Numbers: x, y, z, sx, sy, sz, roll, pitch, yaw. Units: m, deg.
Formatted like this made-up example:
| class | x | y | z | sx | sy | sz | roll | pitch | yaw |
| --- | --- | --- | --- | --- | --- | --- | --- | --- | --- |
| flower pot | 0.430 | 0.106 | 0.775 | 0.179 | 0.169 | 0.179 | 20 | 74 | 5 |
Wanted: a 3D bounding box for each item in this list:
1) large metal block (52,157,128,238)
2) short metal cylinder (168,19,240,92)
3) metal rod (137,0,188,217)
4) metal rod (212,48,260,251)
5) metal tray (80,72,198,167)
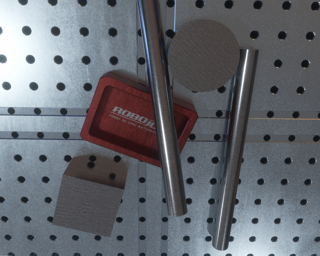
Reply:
| class | x | y | z | sx | sy | sz | roll | pitch | yaw |
| --- | --- | --- | --- | --- | --- | --- | --- | --- | --- |
| large metal block | -0.097 | 0.097 | 0.434 | 0.080 | 0.050 | 0.079 | 15 | 109 | -6 |
| short metal cylinder | 0.049 | -0.087 | 0.368 | 0.081 | 0.050 | 0.079 | 0 | 110 | -1 |
| metal rod | 0.001 | -0.040 | 0.367 | 0.025 | 0.025 | 0.298 | -8 | 98 | 2 |
| metal rod | 0.101 | 0.043 | 0.430 | 0.025 | 0.025 | 0.298 | 3 | 110 | -2 |
| metal tray | -0.027 | -0.007 | 0.407 | 0.131 | 0.030 | 0.089 | 21 | 109 | -8 |
